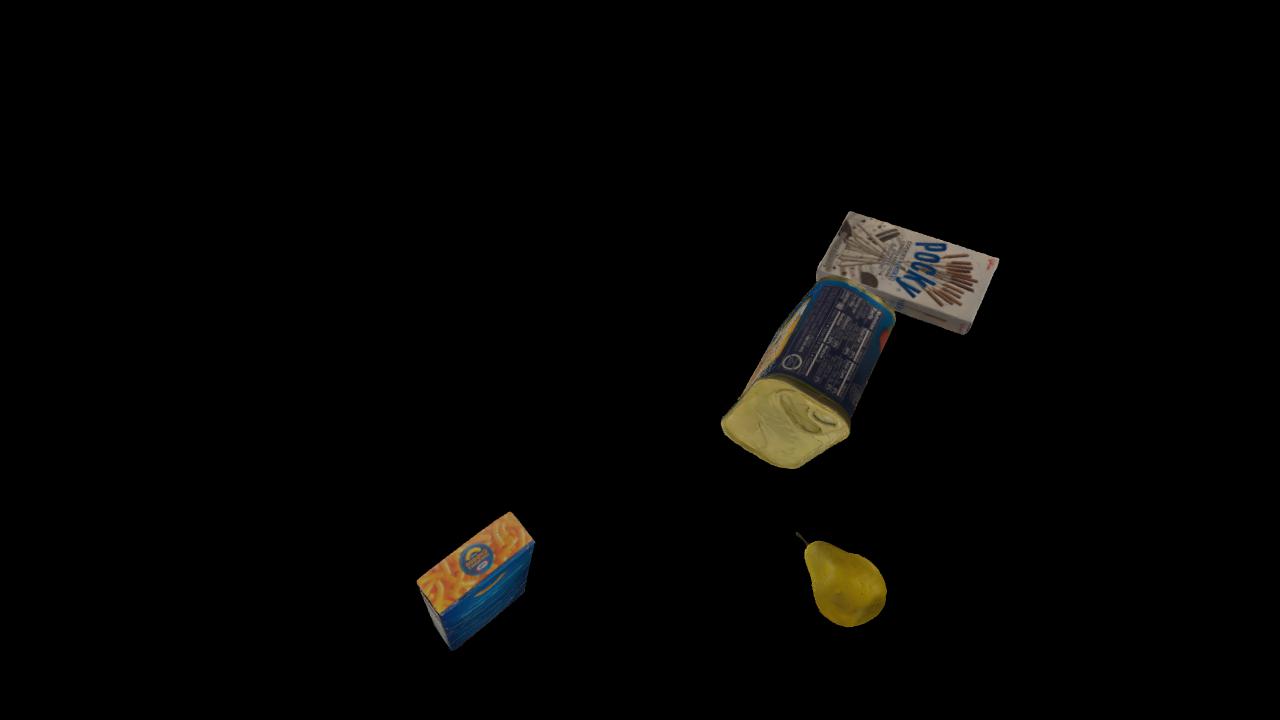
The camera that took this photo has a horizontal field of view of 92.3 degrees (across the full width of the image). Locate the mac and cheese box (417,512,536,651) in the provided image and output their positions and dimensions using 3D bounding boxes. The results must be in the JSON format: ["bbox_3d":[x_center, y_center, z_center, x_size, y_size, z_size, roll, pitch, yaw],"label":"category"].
[{"bbox_3d":[-0.148,0.209,0.565,0.093,0.041,0.184,-33,-20,-30],"label":"mac and cheese box"}]

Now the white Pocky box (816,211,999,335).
[{"bbox_3d":[0.266,-0.090,0.621,0.154,0.084,0.028,25,-19,22],"label":"white Pocky box"}]

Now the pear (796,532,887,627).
[{"bbox_3d":[0.218,0.238,0.686,0.080,0.080,0.111,0,36,-29],"label":"pear"}]

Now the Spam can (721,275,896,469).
[{"bbox_3d":[0.102,0.009,0.379,0.058,0.085,0.101,32,-26,4],"label":"Spam can"}]
